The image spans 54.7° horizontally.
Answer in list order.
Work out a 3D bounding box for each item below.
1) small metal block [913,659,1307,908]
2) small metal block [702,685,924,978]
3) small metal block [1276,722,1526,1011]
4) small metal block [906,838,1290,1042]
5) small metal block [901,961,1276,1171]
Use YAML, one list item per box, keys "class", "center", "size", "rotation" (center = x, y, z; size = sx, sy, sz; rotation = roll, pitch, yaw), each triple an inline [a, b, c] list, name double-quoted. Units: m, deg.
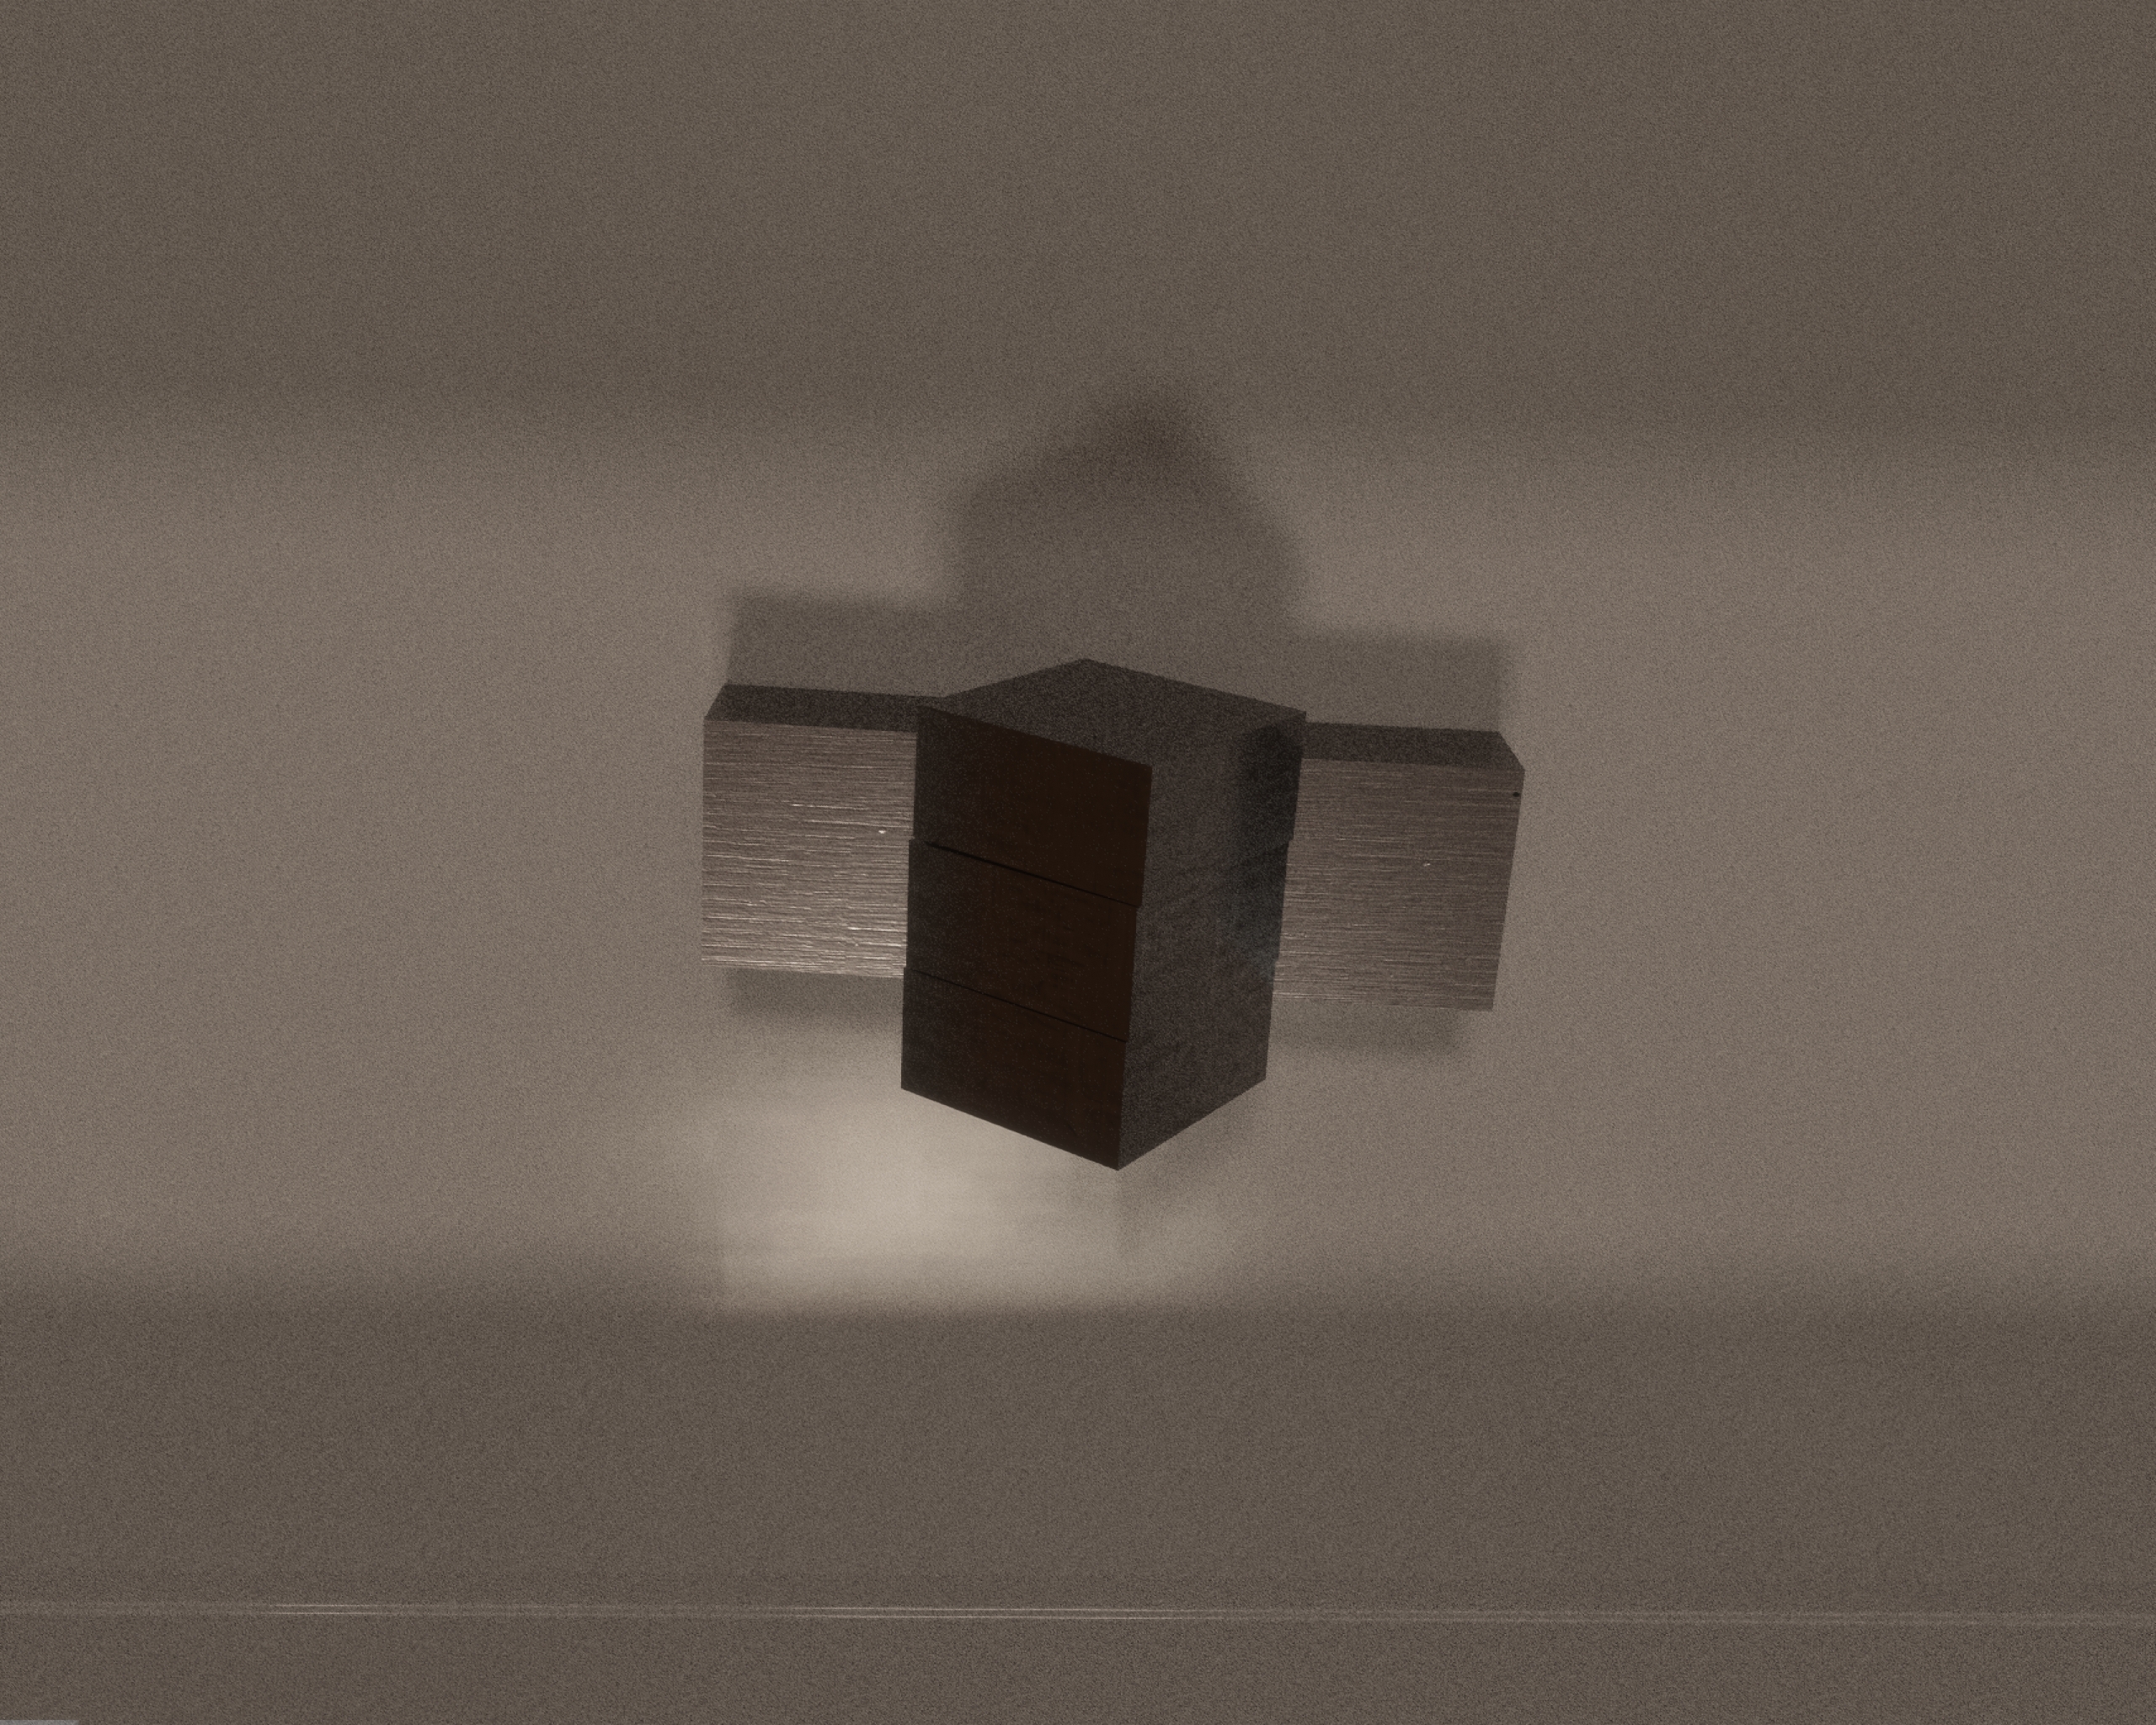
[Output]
- class: "small metal block"
  center: [0.006, -0.016, 0.379]
  size: [0.050, 0.050, 0.025]
  rotation: [17, 113, 32]
- class: "small metal block"
  center: [-0.046, -0.006, 0.407]
  size: [0.050, 0.025, 0.050]
  rotation: [4, 110, -2]
- class: "small metal block"
  center: [0.057, 0.000, 0.411]
  size: [0.050, 0.025, 0.050]
  rotation: [3, 110, -2]
- class: "small metal block"
  center: [0.004, 0.007, 0.388]
  size: [0.050, 0.050, 0.025]
  rotation: [16, 113, 33]
- class: "small metal block"
  center: [0.002, 0.031, 0.397]
  size: [0.050, 0.050, 0.025]
  rotation: [16, 113, 33]
